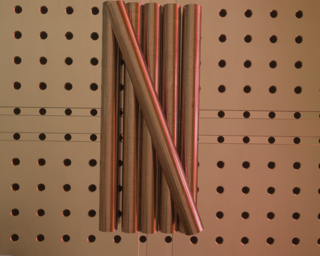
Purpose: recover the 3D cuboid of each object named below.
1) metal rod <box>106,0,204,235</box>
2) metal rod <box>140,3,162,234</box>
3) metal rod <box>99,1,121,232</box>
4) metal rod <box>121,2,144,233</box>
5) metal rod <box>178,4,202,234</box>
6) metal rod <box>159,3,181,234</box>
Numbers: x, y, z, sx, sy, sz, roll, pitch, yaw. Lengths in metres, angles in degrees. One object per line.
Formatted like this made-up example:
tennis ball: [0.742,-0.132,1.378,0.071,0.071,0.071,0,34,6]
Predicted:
metal rod: [-0.006,-0.012,0.388,0.025,0.025,0.299,-19,90,0]
metal rod: [-0.012,-0.013,0.412,0.025,0.025,0.298,1,90,0]
metal rod: [-0.066,-0.015,0.412,0.025,0.025,0.298,1,90,0]
metal rod: [-0.037,-0.013,0.412,0.025,0.025,0.298,1,90,0]
metal rod: [0.040,-0.012,0.414,0.025,0.025,0.298,1,90,0]
metal rod: [0.013,-0.012,0.414,0.025,0.025,0.298,1,90,0]
